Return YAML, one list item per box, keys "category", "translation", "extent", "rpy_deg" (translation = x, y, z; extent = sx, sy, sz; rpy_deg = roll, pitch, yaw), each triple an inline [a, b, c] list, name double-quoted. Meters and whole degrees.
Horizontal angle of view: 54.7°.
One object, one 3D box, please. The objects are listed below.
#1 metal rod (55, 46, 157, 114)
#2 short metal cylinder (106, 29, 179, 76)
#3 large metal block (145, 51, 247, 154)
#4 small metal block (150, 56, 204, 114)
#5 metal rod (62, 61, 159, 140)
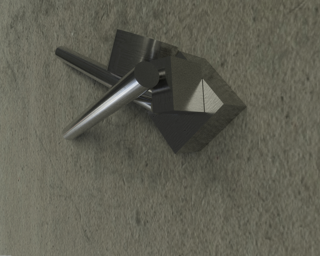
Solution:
- category: "metal rod"
  translation: [-0.086, -0.079, 0.438]
  extent: [0.300, 0.025, 0.025]
  rpy_deg: [32, 110, 47]
- category: "short metal cylinder"
  translation: [-0.022, -0.088, 0.389]
  extent: [0.080, 0.081, 0.050]
  rpy_deg: [26, 107, 36]
- category: "large metal block"
  translation: [0.036, -0.028, 0.357]
  extent: [0.080, 0.050, 0.080]
  rpy_deg: [-49, 61, 30]
- category: "small metal block"
  translation: [0.018, -0.040, 0.305]
  extent: [0.025, 0.050, 0.050]
  rpy_deg: [-5, 87, 40]
- category: "metal rod"
  translation: [-0.083, -0.019, 0.403]
  extent: [0.299, 0.025, 0.025]
  rpy_deg: [-22, 76, 59]
